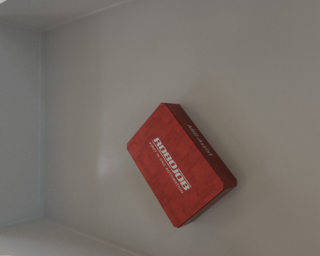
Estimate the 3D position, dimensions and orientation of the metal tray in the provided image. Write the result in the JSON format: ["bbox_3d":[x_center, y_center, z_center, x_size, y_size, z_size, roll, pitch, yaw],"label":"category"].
[{"bbox_3d":[0.021,0.044,0.385,0.090,0.030,0.130,-49,62,28],"label":"metal tray"}]
